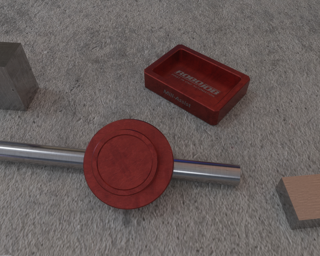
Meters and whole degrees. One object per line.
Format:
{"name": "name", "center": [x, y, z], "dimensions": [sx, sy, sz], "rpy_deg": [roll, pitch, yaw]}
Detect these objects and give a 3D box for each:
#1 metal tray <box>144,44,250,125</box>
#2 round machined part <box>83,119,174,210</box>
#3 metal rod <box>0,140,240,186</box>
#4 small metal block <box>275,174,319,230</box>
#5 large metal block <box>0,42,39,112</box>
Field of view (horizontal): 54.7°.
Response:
{"name": "metal tray", "center": [0.053, -0.068, 0.457], "dimensions": [0.130, 0.030, 0.090], "rpy_deg": [32, 57, 24]}
{"name": "round machined part", "center": [-0.035, 0.038, 0.333], "dimensions": [0.099, 0.042, 0.098], "rpy_deg": [-1, 80, 3]}
{"name": "metal rod", "center": [-0.059, 0.041, 0.368], "dimensions": [0.302, 0.025, 0.025], "rpy_deg": [5, 50, 4]}
{"name": "small metal block", "center": [0.162, 0.080, 0.338], "dimensions": [0.050, 0.025, 0.050], "rpy_deg": [-4, 50, -4]}
{"name": "large metal block", "center": [-0.226, -0.071, 0.425], "dimensions": [0.080, 0.080, 0.050], "rpy_deg": [4, 50, 3]}
